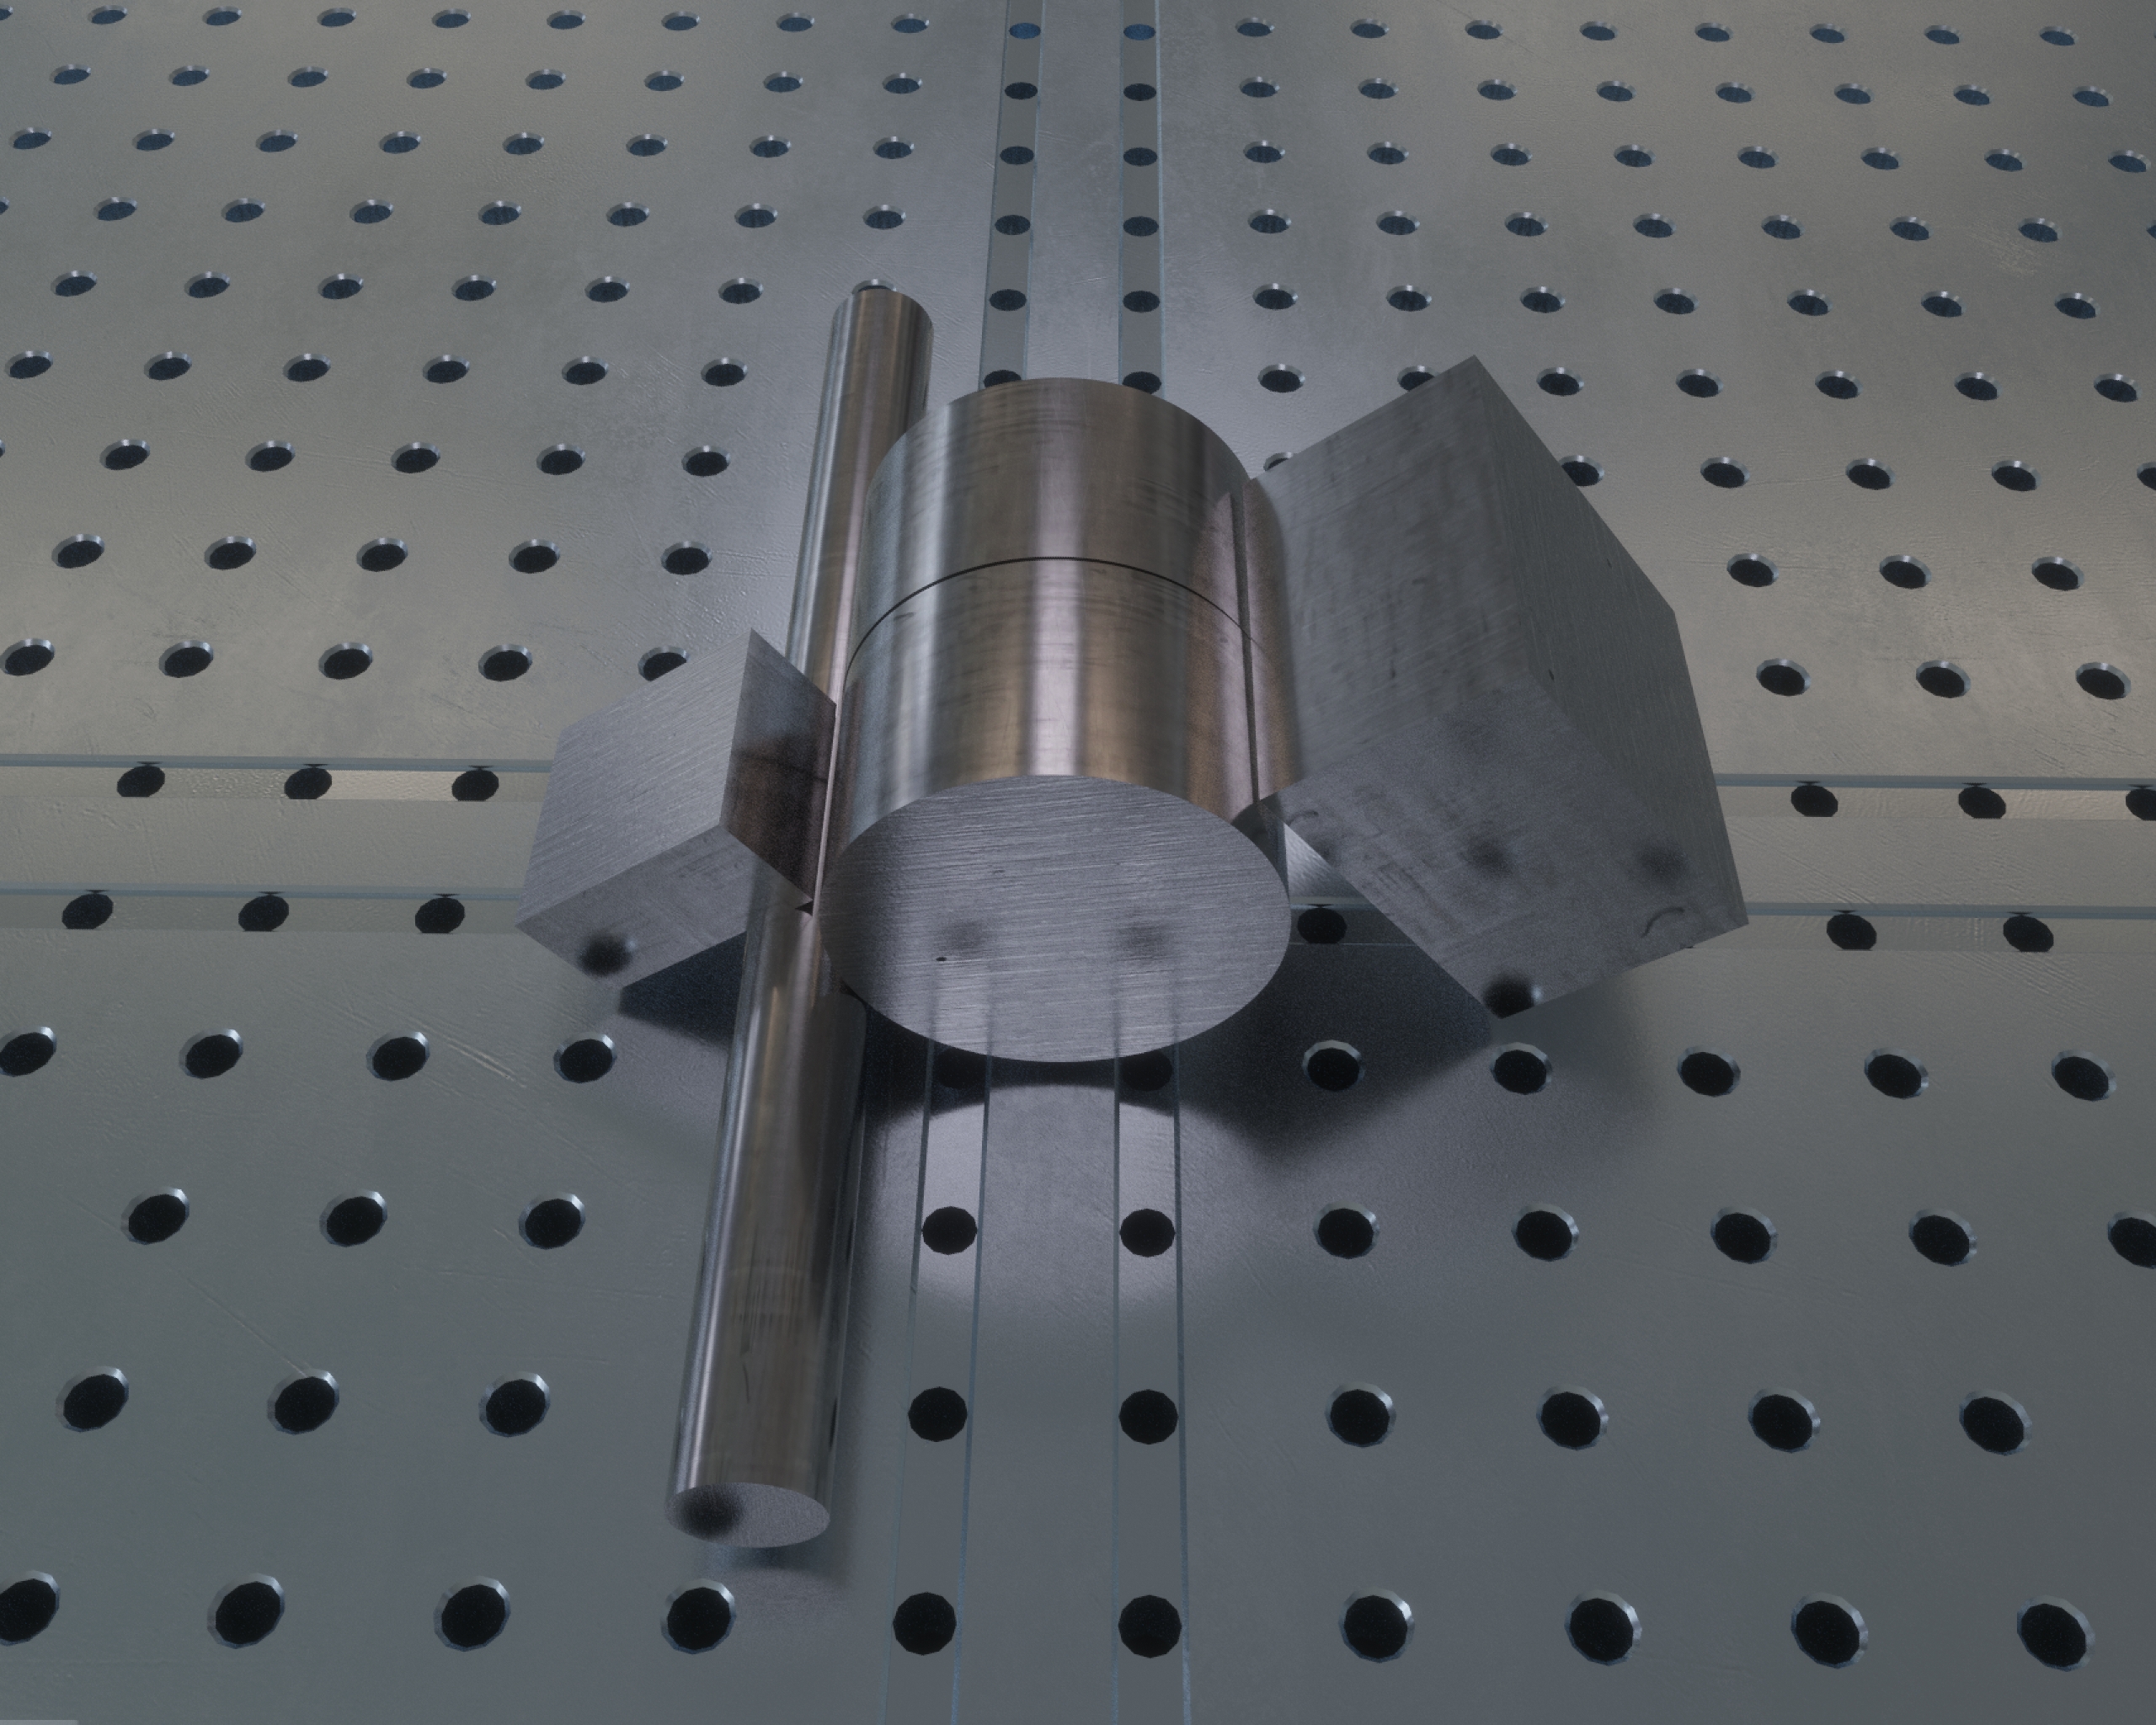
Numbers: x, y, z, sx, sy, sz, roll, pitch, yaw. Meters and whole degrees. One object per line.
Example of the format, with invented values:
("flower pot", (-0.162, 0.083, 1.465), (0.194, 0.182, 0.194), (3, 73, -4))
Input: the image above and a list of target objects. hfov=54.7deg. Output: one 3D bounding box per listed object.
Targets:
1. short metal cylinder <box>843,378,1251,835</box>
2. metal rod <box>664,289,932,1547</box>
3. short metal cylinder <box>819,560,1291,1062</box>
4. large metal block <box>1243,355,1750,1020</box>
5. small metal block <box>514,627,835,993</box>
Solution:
("short metal cylinder", (-0.003, -0.046, 0.405), (0.081, 0.080, 0.050), (0, 50, 0))
("metal rod", (-0.049, -0.015, 0.414), (0.025, 0.025, 0.300), (0, 50, 0))
("short metal cylinder", (-0.004, -0.007, 0.373), (0.081, 0.080, 0.050), (0, 50, 0))
("large metal block", (0.075, -0.031, 0.384), (0.050, 0.080, 0.080), (-26, 44, 29))
("small metal block", (-0.075, -0.010, 0.396), (0.050, 0.025, 0.050), (-24, 44, 26))
